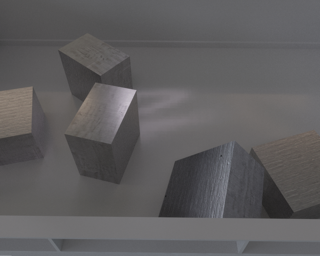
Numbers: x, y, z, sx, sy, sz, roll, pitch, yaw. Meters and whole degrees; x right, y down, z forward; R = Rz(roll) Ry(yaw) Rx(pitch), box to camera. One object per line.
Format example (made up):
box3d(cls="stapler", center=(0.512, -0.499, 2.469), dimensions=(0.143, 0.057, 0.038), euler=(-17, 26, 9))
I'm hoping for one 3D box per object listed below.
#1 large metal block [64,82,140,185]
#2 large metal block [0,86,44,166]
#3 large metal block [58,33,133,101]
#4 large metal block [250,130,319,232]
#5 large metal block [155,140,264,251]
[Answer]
box3d(cls="large metal block", center=(-0.062, 0.007, 0.363), dimensions=(0.050, 0.080, 0.080), euler=(12, 51, 10))
box3d(cls="large metal block", center=(-0.194, -0.001, 0.388), dimensions=(0.081, 0.050, 0.080), euler=(-10, 51, -9))
box3d(cls="large metal block", center=(-0.085, -0.071, 0.428), dimensions=(0.080, 0.080, 0.050), euler=(33, 57, 24))
box3d(cls="large metal block", center=(0.151, 0.056, 0.342), dimensions=(0.081, 0.050, 0.080), euler=(-14, 52, -12))
box3d(cls="large metal block", center=(0.050, 0.069, 0.304), dimensions=(0.050, 0.080, 0.080), euler=(41, 47, -24))
